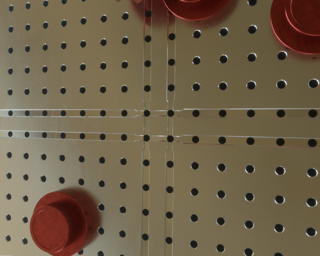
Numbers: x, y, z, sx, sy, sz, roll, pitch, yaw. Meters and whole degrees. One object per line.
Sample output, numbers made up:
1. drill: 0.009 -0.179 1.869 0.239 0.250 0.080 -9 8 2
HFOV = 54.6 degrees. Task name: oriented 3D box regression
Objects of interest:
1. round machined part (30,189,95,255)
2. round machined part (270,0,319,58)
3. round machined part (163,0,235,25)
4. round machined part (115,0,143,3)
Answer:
1. round machined part: -0.150 0.143 0.457 0.098 0.042 0.097 0 90 20
2. round machined part: 0.174 -0.130 0.342 0.098 0.042 0.097 0 90 20
3. round machined part: 0.047 -0.184 0.387 0.098 0.042 0.097 0 90 20
4. round machined part: -0.024 -0.200 0.393 0.042 0.098 0.098 35 104 -22
